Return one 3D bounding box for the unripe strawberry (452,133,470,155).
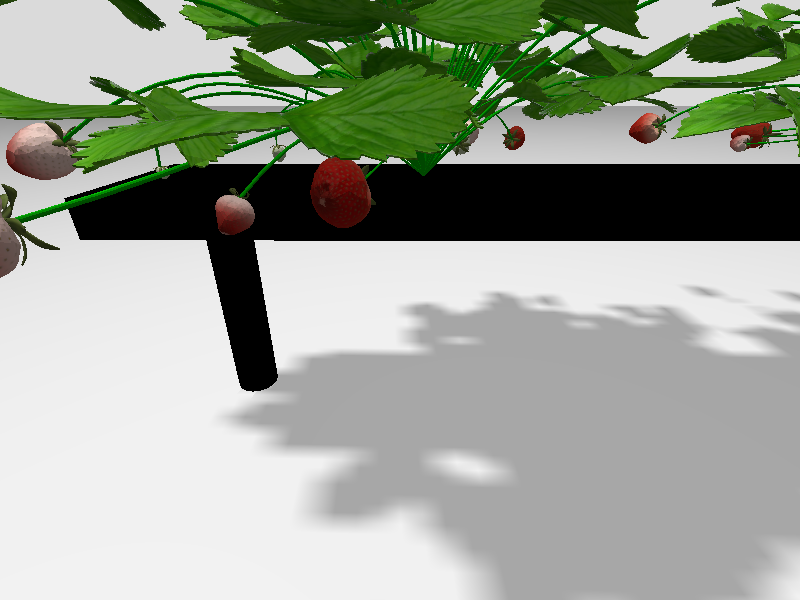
[{"bbox_3d":[0.070,-0.179,0.460,0.022,0.023,0.023,9,28,17],"label":"unripe strawberry"}]

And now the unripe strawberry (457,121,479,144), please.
[{"bbox_3d":[0.088,-0.222,0.531,0.033,0.028,0.033,8,28,15],"label":"unripe strawberry"}]

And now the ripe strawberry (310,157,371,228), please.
[{"bbox_3d":[-0.031,-0.052,0.198,0.030,0.034,0.033,9,29,17],"label":"ripe strawberry"}]

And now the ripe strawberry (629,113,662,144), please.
[{"bbox_3d":[0.341,-0.238,0.557,0.037,0.039,0.041,-13,19,-24],"label":"ripe strawberry"}]

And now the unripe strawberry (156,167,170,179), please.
[{"bbox_3d":[-0.189,-0.102,0.321,0.010,0.010,0.009,-2,27,-4],"label":"unripe strawberry"}]

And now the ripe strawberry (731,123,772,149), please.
[{"bbox_3d":[0.424,-0.200,0.486,0.037,0.032,0.037,-7,28,-13],"label":"ripe strawberry"}]

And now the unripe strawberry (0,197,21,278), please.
[{"bbox_3d":[-0.157,-0.023,0.138,0.033,0.038,0.036,20,34,34],"label":"unripe strawberry"}]

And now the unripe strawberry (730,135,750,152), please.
[{"bbox_3d":[0.400,-0.185,0.472,0.016,0.019,0.018,-12,29,-22],"label":"unripe strawberry"}]

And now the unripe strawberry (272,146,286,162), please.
[{"bbox_3d":[-0.117,-0.142,0.388,0.012,0.015,0.015,11,29,21],"label":"unripe strawberry"}]

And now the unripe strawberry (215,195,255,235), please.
[{"bbox_3d":[-0.082,-0.041,0.196,0.019,0.019,0.017,17,-12,29],"label":"unripe strawberry"}]

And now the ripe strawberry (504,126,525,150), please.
[{"bbox_3d":[0.139,-0.194,0.481,0.024,0.027,0.026,18,32,31],"label":"ripe strawberry"}]

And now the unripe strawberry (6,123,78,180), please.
[{"bbox_3d":[-0.276,-0.112,0.308,0.046,0.039,0.045,-22,27,6],"label":"unripe strawberry"}]
